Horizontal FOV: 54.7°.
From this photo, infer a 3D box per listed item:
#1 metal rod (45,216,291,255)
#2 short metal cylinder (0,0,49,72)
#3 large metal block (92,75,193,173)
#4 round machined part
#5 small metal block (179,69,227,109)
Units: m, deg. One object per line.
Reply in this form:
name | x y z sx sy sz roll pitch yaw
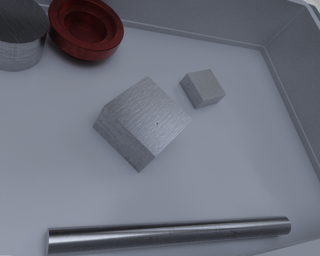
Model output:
metal rod | 0.031 0.118 0.351 0.302 0.025 0.025 5 59 -26
short metal cylinder | -0.177 -0.114 0.364 0.081 0.050 0.080 14 56 -21
large metal block | -0.021 -0.006 0.383 0.080 0.050 0.080 45 51 2
round machined part | -0.102 -0.130 0.419 0.099 0.042 0.098 13 58 -22
small metal block | 0.067 -0.061 0.481 0.050 0.025 0.050 -17 71 -35
